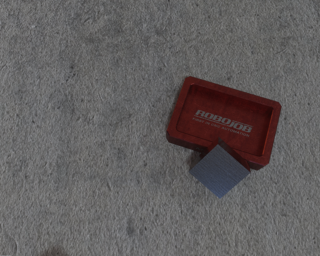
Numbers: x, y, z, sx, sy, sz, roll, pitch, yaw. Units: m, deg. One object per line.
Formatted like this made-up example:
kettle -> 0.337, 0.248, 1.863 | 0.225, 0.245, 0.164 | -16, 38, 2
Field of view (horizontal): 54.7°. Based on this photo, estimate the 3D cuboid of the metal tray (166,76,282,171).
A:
metal tray -> 0.083, -0.007, 0.408 | 0.131, 0.030, 0.090 | 18, 71, 6

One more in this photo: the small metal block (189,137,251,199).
small metal block -> 0.071, 0.048, 0.372 | 0.050, 0.025, 0.050 | 41, 111, -3
